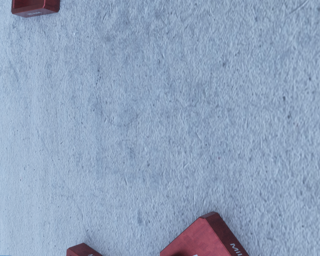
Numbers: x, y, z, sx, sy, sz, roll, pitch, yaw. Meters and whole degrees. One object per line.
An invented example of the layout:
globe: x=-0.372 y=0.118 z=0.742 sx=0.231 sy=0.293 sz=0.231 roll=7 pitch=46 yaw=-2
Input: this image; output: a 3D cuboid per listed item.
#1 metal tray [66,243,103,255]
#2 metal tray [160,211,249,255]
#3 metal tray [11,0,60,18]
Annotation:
metal tray: x=-0.100 y=0.250 z=0.484 sx=0.130 sy=0.030 sz=0.089 roll=13 pitch=98 yaw=39
metal tray: x=0.066 y=0.174 z=0.348 sx=0.090 sy=0.030 sz=0.130 roll=-51 pitch=60 yaw=27
metal tray: x=-0.242 y=-0.268 z=0.600 sx=0.130 sy=0.030 sz=0.089 roll=11 pitch=97 yaw=39
